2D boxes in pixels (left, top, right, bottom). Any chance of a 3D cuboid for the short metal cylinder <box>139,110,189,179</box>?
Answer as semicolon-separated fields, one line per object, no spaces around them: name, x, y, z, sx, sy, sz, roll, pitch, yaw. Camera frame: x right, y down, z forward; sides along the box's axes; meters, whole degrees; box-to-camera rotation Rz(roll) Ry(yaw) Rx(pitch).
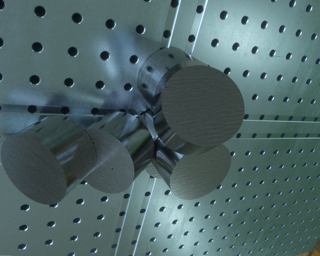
short metal cylinder;0.006;0.020;0.409;0.081;0.050;0.079;-14;124;-21

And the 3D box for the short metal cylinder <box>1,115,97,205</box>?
short metal cylinder;-0.115;0.032;0.324;0.050;0.080;0.079;-47;149;-56

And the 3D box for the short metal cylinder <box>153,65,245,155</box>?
short metal cylinder;0.037;-0.016;0.312;0.081;0.080;0.050;-22;170;-16

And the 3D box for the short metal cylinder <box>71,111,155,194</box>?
short metal cylinder;-0.053;0.027;0.354;0.050;0.080;0.079;-45;148;-56

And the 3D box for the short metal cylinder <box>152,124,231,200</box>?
short metal cylinder;0.037;0.039;0.372;0.081;0.050;0.079;-14;124;-21

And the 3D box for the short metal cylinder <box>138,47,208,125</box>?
short metal cylinder;0.020;-0.051;0.374;0.081;0.050;0.079;-14;124;-21
